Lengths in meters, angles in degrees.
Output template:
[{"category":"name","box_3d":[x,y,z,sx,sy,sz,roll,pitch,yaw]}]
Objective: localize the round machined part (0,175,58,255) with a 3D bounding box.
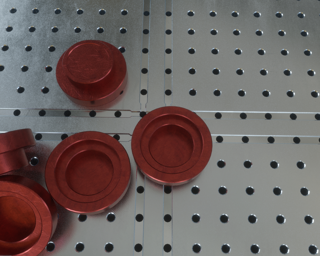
[{"category":"round machined part","box_3d":[-0.165,0.099,0.350,0.099,0.042,0.097,-1,101,-3]}]

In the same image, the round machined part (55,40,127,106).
[{"category":"round machined part","box_3d":[-0.096,-0.083,0.432,0.099,0.042,0.098,0,70,-1]}]

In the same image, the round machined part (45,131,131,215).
[{"category":"round machined part","box_3d":[-0.085,0.056,0.379,0.099,0.042,0.098,2,67,-3]}]

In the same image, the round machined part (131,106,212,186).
[{"category":"round machined part","box_3d":[0.014,0.025,0.394,0.099,0.042,0.098,0,70,-1]}]

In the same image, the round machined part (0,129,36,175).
[{"category":"round machined part","box_3d":[-0.195,0.036,0.361,0.099,0.098,0.042,-18,92,-7]}]
